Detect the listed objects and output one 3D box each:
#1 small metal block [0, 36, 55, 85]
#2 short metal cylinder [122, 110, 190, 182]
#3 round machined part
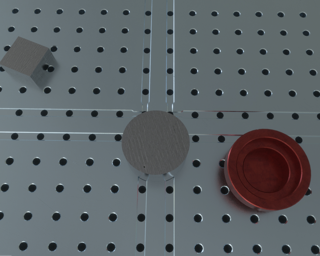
[{"bbox_3d":[-0.190,-0.097,0.446,0.050,0.025,0.050,22,71,8],"label":"small metal block"},{"bbox_3d":[-0.005,0.024,0.389,0.081,0.050,0.080,0,70,0],"label":"short metal cylinder"},{"bbox_3d":[0.128,0.053,0.384,0.099,0.042,0.098,0,70,0],"label":"round machined part"}]
